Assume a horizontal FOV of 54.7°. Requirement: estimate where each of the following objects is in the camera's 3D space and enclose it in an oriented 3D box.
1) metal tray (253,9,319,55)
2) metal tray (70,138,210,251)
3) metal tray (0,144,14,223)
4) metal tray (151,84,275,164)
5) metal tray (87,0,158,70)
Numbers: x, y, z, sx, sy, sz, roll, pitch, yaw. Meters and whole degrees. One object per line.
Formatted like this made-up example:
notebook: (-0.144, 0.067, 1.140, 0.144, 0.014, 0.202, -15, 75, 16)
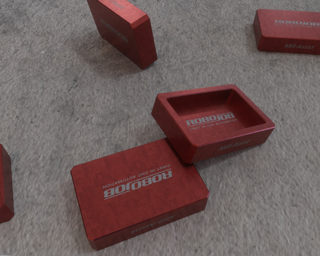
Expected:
metal tray: (0.237, -0.171, 0.547, 0.131, 0.030, 0.090, 4, 50, 3)
metal tray: (-0.023, 0.067, 0.344, 0.131, 0.030, 0.090, -17, 52, -14)
metal tray: (-0.234, 0.074, 0.335, 0.131, 0.030, 0.090, -15, 52, -13)
metal tray: (0.067, -0.011, 0.387, 0.131, 0.030, 0.090, -11, 49, -30)
metal tray: (-0.062, -0.162, 0.493, 0.030, 0.090, 0.130, -38, 60, -16)
